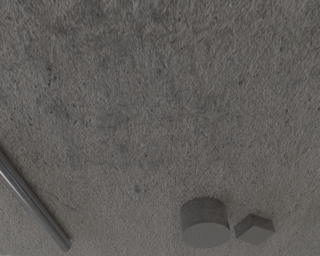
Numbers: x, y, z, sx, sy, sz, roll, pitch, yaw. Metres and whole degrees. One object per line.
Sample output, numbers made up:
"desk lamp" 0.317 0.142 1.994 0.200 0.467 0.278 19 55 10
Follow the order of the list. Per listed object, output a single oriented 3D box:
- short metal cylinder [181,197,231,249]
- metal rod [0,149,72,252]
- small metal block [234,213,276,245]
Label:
"short metal cylinder" 0.077 0.163 0.530 0.081 0.050 0.079 0 130 0
"metal rod" -0.214 0.118 0.505 0.025 0.025 0.299 -9 130 8
"small metal block" 0.173 0.187 0.568 0.050 0.025 0.050 22 127 -18
